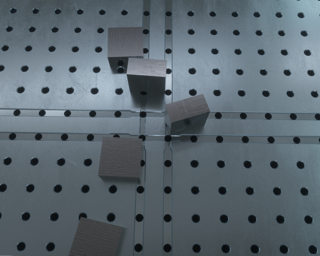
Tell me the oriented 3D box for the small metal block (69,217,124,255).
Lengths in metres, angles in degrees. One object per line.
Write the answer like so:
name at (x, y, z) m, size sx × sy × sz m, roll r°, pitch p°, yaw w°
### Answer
small metal block at (-0.073, 0.136, 0.361) m, size 0.050 × 0.025 × 0.050 m, roll 13°, pitch 70°, yaw 4°

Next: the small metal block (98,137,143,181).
small metal block at (-0.049, 0.040, 0.397) m, size 0.050 × 0.025 × 0.050 m, roll 3°, pitch 70°, yaw 0°

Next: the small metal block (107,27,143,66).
small metal block at (-0.050, -0.119, 0.455) m, size 0.050 × 0.025 × 0.050 m, roll -2°, pitch 70°, yaw -1°

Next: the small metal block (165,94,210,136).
small metal block at (0.034, -0.016, 0.405) m, size 0.050 × 0.050 × 0.025 m, roll -17°, pitch 71°, yaw -6°

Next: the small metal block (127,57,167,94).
small metal block at (-0.017, -0.071, 0.424) m, size 0.050 × 0.050 × 0.025 m, roll 4°, pitch 70°, yaw 1°
